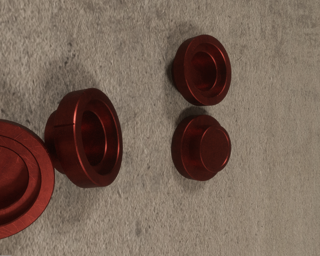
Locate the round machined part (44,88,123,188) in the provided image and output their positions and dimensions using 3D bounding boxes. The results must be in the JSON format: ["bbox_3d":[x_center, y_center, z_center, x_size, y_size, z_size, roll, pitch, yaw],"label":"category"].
[{"bbox_3d":[-0.077,0.011,0.311,0.098,0.042,0.097,-8,90,-74],"label":"round machined part"}]

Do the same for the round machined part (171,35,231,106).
[{"bbox_3d":[0.055,-0.079,0.442,0.099,0.042,0.097,0,90,-40],"label":"round machined part"}]

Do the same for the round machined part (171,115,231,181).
[{"bbox_3d":[0.067,0.029,0.452,0.099,0.042,0.097,0,90,-40],"label":"round machined part"}]

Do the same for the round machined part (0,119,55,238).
[{"bbox_3d":[-0.141,0.040,0.262,0.099,0.042,0.097,-2,97,-20],"label":"round machined part"}]
